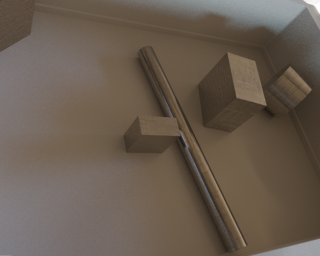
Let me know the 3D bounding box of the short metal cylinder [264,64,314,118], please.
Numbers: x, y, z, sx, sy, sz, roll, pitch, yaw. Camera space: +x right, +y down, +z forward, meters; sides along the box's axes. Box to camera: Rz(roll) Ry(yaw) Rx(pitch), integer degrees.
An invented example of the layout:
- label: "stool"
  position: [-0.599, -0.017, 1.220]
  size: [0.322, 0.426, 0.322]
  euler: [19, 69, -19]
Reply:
- label: "short metal cylinder"
  position: [0.208, -0.063, 0.524]
  size: [0.050, 0.080, 0.080]
  euler: [45, 51, 2]

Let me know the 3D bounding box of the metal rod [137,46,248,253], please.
- label: "metal rod"
  position: [0.035, 0.014, 0.417]
  size: [0.025, 0.025, 0.299]
  euler: [-11, 68, -33]

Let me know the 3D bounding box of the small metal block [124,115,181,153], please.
- label: "small metal block"
  position: [-0.011, 0.009, 0.380]
  size: [0.050, 0.050, 0.025]
  euler: [3, 61, -27]

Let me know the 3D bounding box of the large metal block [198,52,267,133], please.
- label: "large metal block"
  position: [0.103, -0.050, 0.459]
  size: [0.050, 0.080, 0.080]
  euler: [11, 57, -23]

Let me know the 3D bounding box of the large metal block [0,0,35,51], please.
- label: "large metal block"
  position: [-0.191, -0.132, 0.348]
  size: [0.050, 0.080, 0.080]
  euler: [39, 51, -3]
